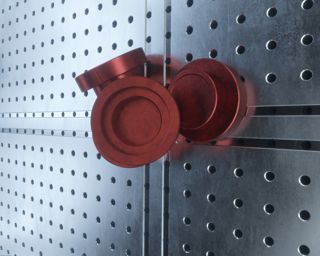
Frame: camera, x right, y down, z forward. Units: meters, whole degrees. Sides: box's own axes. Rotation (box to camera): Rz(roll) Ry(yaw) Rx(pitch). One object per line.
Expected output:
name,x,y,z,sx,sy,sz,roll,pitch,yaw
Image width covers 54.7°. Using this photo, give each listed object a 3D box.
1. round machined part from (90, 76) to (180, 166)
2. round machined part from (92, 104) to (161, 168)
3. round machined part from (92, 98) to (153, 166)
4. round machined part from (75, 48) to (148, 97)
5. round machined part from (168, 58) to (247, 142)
round machined part,-0.025,-0.007,0.355,0.099,0.042,0.097,0,89,6
round machined part,-0.039,0.003,0.398,0.099,0.042,0.097,0,87,2
round machined part,-0.060,0.006,0.446,0.098,0.042,0.097,0,90,39
round machined part,-0.059,-0.068,0.415,0.098,0.099,0.042,-16,106,38
round machined part,0.046,-0.032,0.359,0.098,0.042,0.097,0,90,39
